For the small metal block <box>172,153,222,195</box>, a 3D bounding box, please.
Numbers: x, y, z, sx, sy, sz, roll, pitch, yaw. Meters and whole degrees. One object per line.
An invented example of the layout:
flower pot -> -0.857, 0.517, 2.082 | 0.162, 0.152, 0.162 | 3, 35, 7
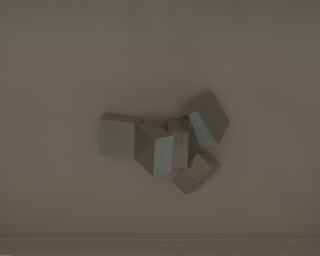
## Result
small metal block -> 0.051, 0.060, 0.416 | 0.025, 0.050, 0.050 | 46, 106, 21

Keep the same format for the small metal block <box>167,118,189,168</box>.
small metal block -> 0.022, 0.018, 0.404 | 0.025, 0.050, 0.050 | 1, 110, -1

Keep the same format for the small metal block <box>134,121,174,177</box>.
small metal block -> -0.009, 0.025, 0.386 | 0.025, 0.050, 0.050 | -11, 117, -30

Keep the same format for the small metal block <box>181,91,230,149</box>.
small metal block -> 0.059, -0.011, 0.390 | 0.025, 0.050, 0.050 | -19, 113, 41

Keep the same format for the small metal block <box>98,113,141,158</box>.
small metal block -> -0.054, 0.010, 0.412 | 0.050, 0.025, 0.050 | 6, 110, -3
